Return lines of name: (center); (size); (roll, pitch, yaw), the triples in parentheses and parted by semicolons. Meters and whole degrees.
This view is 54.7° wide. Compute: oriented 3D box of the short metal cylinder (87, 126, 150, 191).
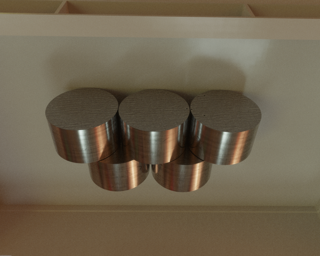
short metal cylinder: (-0.053, 0.034, 0.399); (0.081, 0.080, 0.050); (1, 130, -1)

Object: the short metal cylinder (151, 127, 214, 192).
short metal cylinder: (0.029, 0.036, 0.401); (0.081, 0.080, 0.050); (1, 130, -1)

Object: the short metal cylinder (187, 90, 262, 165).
short metal cylinder: (0.074, -0.002, 0.369); (0.081, 0.080, 0.050); (1, 130, -1)

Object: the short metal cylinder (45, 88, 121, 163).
short metal cylinder: (-0.088, -0.004, 0.366); (0.081, 0.080, 0.050); (1, 130, -1)

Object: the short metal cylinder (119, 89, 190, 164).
short metal cylinder: (-0.007, -0.003, 0.368); (0.081, 0.080, 0.050); (1, 130, -1)
